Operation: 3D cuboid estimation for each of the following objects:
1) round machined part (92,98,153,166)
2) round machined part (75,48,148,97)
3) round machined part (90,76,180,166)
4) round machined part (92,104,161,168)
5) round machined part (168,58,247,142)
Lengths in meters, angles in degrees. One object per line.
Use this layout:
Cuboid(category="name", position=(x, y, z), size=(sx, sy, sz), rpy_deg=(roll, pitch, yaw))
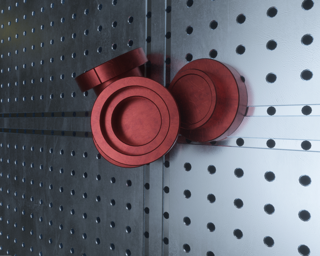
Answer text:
Cuboid(category="round machined part", position=(-0.060, 0.006, 0.446), size=(0.098, 0.042, 0.097), rpy_deg=(0, 90, 39))
Cuboid(category="round machined part", position=(-0.059, -0.068, 0.415), size=(0.098, 0.099, 0.042), rpy_deg=(-16, 106, 38))
Cuboid(category="round machined part", position=(-0.025, -0.007, 0.355), size=(0.099, 0.042, 0.097), rpy_deg=(0, 89, 6))
Cuboid(category="round machined part", position=(-0.039, 0.003, 0.398), size=(0.099, 0.042, 0.097), rpy_deg=(0, 87, 2))
Cuboid(category="round machined part", position=(0.046, -0.032, 0.359), size=(0.098, 0.042, 0.097), rpy_deg=(0, 90, 39))
